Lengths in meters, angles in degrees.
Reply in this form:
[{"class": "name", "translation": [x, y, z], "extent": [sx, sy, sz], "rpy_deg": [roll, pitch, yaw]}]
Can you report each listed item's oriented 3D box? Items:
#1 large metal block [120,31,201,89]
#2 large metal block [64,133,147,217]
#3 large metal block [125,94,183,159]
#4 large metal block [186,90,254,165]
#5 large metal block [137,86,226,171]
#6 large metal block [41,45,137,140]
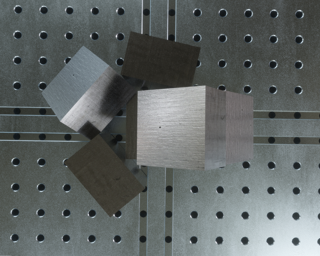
[{"class": "large metal block", "translation": [0.001, -0.075, 0.386], "extent": [0.080, 0.080, 0.050], "rpy_deg": [13, 90, 0]}, {"class": "large metal block", "translation": [-0.062, 0.053, 0.384], "extent": [0.050, 0.080, 0.080], "rpy_deg": [-40, 91, 0]}, {"class": "large metal block", "translation": [-0.001, -0.002, 0.401], "extent": [0.080, 0.050, 0.080], "rpy_deg": [1, 90, 0]}, {"class": "large metal block", "translation": [0.075, 0.000, 0.378], "extent": [0.050, 0.080, 0.080], "rpy_deg": [0, 89, 38]}, {"class": "large metal block", "translation": [0.023, 0.000, 0.332], "extent": [0.080, 0.050, 0.080], "rpy_deg": [0, 89, 34]}, {"class": "large metal block", "translation": [-0.088, -0.044, 0.379], "extent": [0.080, 0.080, 0.050], "rpy_deg": [-49, 134, 0]}]
